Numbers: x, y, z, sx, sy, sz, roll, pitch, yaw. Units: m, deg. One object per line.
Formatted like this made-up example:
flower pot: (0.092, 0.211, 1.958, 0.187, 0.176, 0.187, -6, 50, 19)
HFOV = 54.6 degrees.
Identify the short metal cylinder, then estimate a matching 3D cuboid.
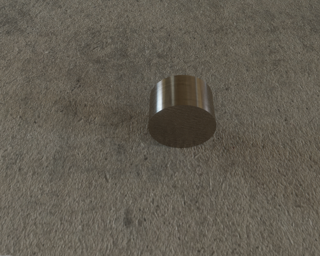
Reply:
short metal cylinder: (0.027, -0.019, 0.384, 0.080, 0.080, 0.050, 1, 50, 1)
